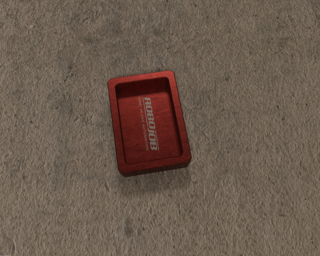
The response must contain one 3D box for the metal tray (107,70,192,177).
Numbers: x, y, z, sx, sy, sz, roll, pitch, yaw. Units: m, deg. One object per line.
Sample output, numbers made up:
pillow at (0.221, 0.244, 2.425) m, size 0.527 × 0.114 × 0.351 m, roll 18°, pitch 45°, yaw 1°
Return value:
metal tray at (-0.016, -0.008, 0.407) m, size 0.091 × 0.030 × 0.129 m, roll -9°, pitch 70°, yaw -4°
